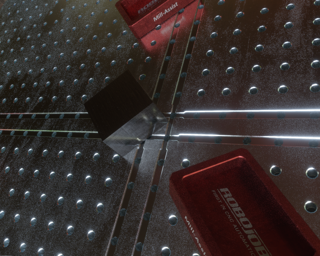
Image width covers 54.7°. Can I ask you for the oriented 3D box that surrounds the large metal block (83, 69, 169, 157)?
[{"bbox_3d":[-0.048,-0.021,0.431,0.080,0.050,0.080,-38,51,3],"label":"large metal block"}]

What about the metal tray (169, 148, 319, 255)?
[{"bbox_3d":[0.075,0.086,0.288,0.091,0.030,0.130,-18,49,-15],"label":"metal tray"}]

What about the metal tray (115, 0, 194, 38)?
[{"bbox_3d":[-0.008,-0.226,0.547,0.130,0.030,0.090,-33,51,6],"label":"metal tray"}]
